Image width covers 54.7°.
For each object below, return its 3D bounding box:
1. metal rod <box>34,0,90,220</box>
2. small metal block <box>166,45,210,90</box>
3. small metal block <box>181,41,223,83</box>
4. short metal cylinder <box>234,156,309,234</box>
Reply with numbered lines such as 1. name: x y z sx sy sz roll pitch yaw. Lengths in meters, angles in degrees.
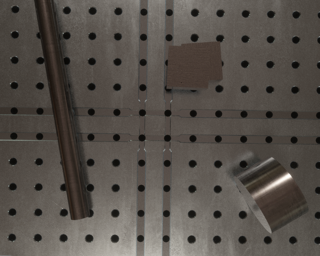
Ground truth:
1. metal rod: -0.130 -0.029 0.411 0.025 0.025 0.298 -10 90 0
2. small metal block: 0.035 -0.074 0.389 0.050 0.025 0.050 3 90 0
3. small metal block: 0.055 -0.086 0.414 0.050 0.025 0.050 -4 90 -1
4. short metal cylinder: 0.137 0.083 0.388 0.050 0.080 0.080 -30 90 0
